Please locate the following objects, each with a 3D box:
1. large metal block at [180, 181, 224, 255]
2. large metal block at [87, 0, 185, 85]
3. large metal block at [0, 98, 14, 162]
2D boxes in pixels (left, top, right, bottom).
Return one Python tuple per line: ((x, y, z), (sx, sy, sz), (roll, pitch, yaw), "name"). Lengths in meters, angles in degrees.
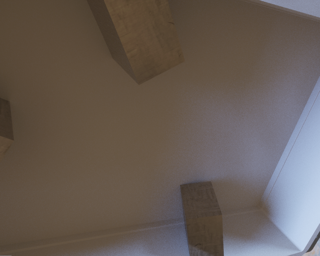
((0.064, 0.141, 0.480), (0.050, 0.080, 0.079), (-7, 115, 1), "large metal block")
((-0.026, -0.100, 0.297), (0.050, 0.080, 0.080), (-29, 128, -10), "large metal block")
((-0.181, 0.014, 0.283), (0.050, 0.080, 0.080), (28, 103, -38), "large metal block")
